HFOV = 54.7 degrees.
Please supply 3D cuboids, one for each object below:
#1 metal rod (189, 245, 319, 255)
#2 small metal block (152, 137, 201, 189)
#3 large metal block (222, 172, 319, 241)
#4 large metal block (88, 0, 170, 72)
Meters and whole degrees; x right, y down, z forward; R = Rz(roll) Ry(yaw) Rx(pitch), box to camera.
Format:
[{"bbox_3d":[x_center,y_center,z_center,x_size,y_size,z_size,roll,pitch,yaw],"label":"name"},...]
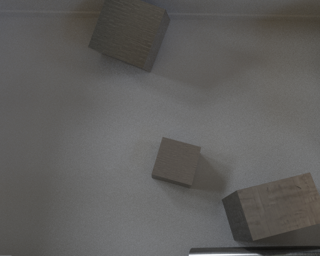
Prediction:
[{"bbox_3d":[0.172,0.125,0.295,0.300,0.025,0.025,-11,68,24],"label":"metal rod"},{"bbox_3d":[0.021,0.044,0.394,0.050,0.025,0.050,15,71,5],"label":"small metal block"},{"bbox_3d":[0.123,0.091,0.349,0.081,0.080,0.050,-13,71,-5],"label":"large metal block"},{"bbox_3d":[-0.040,-0.131,0.428,0.080,0.050,0.080,22,96,7],"label":"large metal block"}]
